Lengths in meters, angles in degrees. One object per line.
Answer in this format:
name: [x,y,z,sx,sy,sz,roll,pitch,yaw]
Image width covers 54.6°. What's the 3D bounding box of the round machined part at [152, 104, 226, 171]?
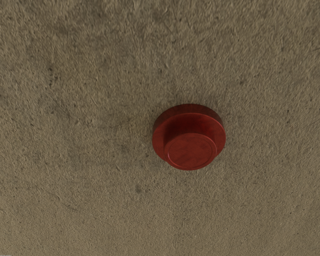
round machined part: [0.039,0.019,0.412,0.099,0.042,0.097,0,130,0]
